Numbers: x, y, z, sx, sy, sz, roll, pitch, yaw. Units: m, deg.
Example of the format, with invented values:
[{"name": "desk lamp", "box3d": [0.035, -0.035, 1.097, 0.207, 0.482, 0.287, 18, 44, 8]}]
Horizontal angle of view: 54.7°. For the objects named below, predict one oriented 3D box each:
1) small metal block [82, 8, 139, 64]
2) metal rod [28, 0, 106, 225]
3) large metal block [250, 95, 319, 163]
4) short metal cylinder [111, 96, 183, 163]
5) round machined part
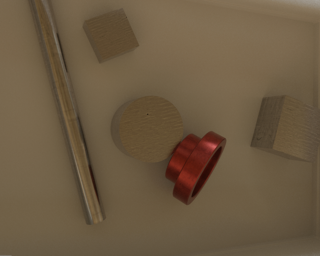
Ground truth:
[{"name": "small metal block", "box3d": [-0.062, -0.115, 0.388, 0.050, 0.025, 0.050, -27, 99, -18]}, {"name": "metal rod", "box3d": [-0.112, -0.031, 0.369, 0.025, 0.025, 0.298, -15, 95, -20]}, {"name": "large metal block", "box3d": [0.195, 0.002, 0.471, 0.081, 0.050, 0.080, 18, 84, -20]}, {"name": "short metal cylinder", "box3d": [-0.018, 0.001, 0.392, 0.081, 0.050, 0.079, 0, 90, -21]}, {"name": "round machined part", "box3d": [0.043, 0.046, 0.399, 0.042, 0.098, 0.098, 30, 78, 19]}]
